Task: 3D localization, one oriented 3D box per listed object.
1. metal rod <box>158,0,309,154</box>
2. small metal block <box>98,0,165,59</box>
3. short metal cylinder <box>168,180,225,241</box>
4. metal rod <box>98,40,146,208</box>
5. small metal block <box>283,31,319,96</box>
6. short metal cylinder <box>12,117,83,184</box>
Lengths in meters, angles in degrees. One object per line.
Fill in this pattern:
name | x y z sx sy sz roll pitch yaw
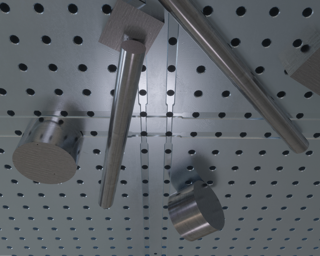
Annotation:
metal rod | 0.095 -0.059 0.362 0.025 0.025 0.301 -35 122 26
small metal block | -0.030 -0.104 0.322 0.050 0.025 0.050 23 127 -18
short metal cylinder | 0.057 0.130 0.486 0.050 0.080 0.080 -34 123 25
metal rod | -0.058 0.021 0.411 0.025 0.025 0.298 9 135 -8
small metal block | 0.180 -0.072 0.352 0.050 0.025 0.050 25 126 -20
short metal cylinder | -0.149 0.031 0.420 0.081 0.050 0.079 0 130 0
